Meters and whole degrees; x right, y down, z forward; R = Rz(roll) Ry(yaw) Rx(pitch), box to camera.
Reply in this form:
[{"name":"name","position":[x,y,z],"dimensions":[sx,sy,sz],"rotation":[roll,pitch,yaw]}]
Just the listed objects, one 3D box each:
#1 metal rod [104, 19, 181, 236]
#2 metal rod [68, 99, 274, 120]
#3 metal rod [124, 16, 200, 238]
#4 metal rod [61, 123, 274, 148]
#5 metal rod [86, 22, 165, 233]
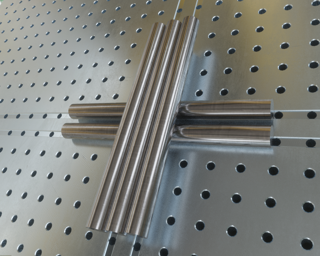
[{"name":"metal rod","position":[-0.013,-0.019,0.394],"dimensions":[0.025,0.025,0.300],"rotation":[1,62,28]},{"name":"metal rod","position":[-0.004,-0.024,0.424],"dimensions":[0.300,0.025,0.025],"rotation":[1,62,28]},{"name":"metal rod","position":[0.010,-0.020,0.383],"dimensions":[0.025,0.025,0.300],"rotation":[1,62,28]},{"name":"metal rod","position":[-0.011,0.007,0.408],"dimensions":[0.300,0.025,0.025],"rotation":[1,62,28]},{"name":"metal rod","position":[-0.035,-0.019,0.405],"dimensions":[0.025,0.025,0.300],"rotation":[1,62,28]}]
